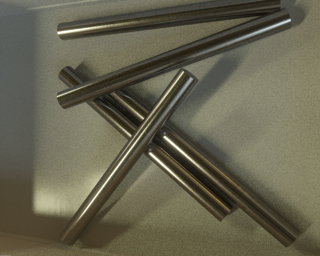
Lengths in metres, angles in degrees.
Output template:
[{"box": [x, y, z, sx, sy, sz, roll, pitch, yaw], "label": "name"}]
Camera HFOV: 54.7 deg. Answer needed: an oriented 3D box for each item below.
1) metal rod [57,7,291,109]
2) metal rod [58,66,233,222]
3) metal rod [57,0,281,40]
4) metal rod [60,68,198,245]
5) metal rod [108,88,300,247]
[{"box": [0.007, -0.082, 0.390, 0.301, 0.025, 0.025, -18, 84, 12], "label": "metal rod"}, {"box": [-0.029, 0.012, 0.419, 0.300, 0.025, 0.025, 40, 103, 15], "label": "metal rod"}, {"box": [-0.002, -0.145, 0.410, 0.301, 0.025, 0.025, -1, 90, 19], "label": "metal rod"}, {"box": [-0.051, 0.050, 0.405, 0.025, 0.025, 0.299, 43, 111, 14], "label": "metal rod"}, {"box": [0.042, 0.034, 0.394, 0.300, 0.025, 0.025, 40, 103, 15], "label": "metal rod"}]
